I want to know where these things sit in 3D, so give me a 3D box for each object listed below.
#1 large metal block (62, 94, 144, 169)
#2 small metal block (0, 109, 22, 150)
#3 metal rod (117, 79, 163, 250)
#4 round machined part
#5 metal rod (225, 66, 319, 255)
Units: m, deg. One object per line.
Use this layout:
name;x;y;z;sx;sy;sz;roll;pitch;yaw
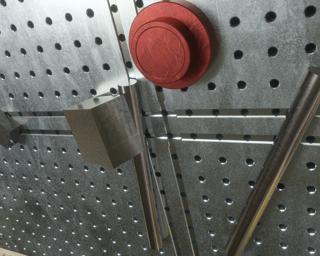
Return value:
large metal block;-0.077;0.003;0.415;0.080;0.050;0.080;2;116;50
small metal block;-0.282;0.002;0.558;0.050;0.025;0.050;35;129;4
metal rod;-0.024;0.072;0.466;0.025;0.025;0.298;6;122;24
round machined part;0.008;-0.087;0.341;0.098;0.042;0.097;13;124;20
metal rod;0.132;0.066;0.381;0.025;0.025;0.298;21;126;15
